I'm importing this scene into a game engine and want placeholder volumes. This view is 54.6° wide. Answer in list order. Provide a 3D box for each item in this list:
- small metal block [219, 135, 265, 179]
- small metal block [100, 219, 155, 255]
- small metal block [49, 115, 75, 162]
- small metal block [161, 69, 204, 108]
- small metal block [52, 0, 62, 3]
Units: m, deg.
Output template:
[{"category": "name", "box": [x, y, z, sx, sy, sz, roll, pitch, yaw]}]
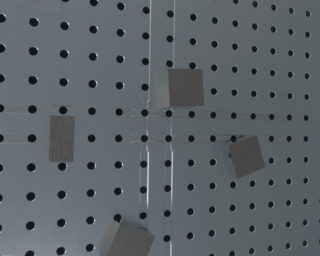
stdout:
[{"category": "small metal block", "box": [0.121, 0.041, 0.457, 0.050, 0.025, 0.050, -18, 96, -19]}, {"category": "small metal block", "box": [-0.042, 0.152, 0.397, 0.050, 0.025, 0.050, 26, 82, -18]}, {"category": "small metal block", "box": [-0.114, 0.012, 0.357, 0.025, 0.050, 0.050, 2, 90, -20]}, {"category": "small metal block", "box": [0.031, -0.054, 0.424, 0.050, 0.025, 0.050, -3, 91, -20]}, {"category": "small metal block", "box": [-0.138, -0.182, 0.362, 0.050, 0.025, 0.050, 8, 87, -20]}]
